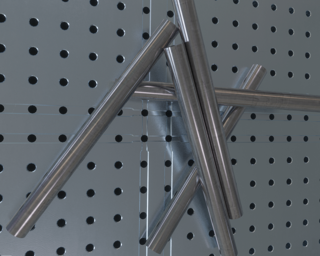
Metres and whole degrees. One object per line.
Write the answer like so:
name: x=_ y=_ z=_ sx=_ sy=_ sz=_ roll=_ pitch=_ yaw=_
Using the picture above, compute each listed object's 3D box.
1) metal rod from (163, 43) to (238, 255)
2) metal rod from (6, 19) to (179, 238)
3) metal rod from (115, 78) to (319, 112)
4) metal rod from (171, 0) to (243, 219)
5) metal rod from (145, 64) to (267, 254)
metal rod: x=0.057 y=0.042 z=0.401 sx=0.025 sy=0.025 sz=0.299 roll=-22 pitch=107 yaw=-19
metal rod: x=-0.075 y=-0.003 z=0.364 sx=0.025 sy=0.025 sz=0.300 roll=38 pitch=85 yaw=-16
metal rod: x=0.090 y=-0.043 z=0.423 sx=0.302 sy=0.025 sz=0.025 roll=3 pitch=89 yaw=-12
metal rod: x=0.065 y=-0.015 z=0.397 sx=0.025 sy=0.025 sz=0.299 roll=-22 pitch=108 yaw=-19
metal rod: x=0.070 y=0.036 z=0.438 sx=0.025 sy=0.025 sz=0.300 roll=36 pitch=78 yaw=-17
